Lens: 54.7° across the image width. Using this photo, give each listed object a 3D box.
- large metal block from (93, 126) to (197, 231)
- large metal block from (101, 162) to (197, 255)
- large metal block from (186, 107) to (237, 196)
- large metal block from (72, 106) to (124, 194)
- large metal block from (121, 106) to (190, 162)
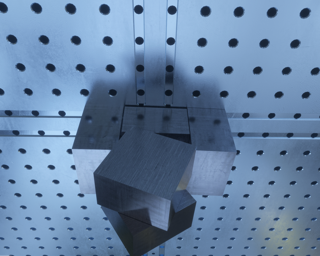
[{"bbox_3d":[-0.014,0.051,0.335,0.080,0.080,0.050,17,131,15],"label":"large metal block"},{"bbox_3d":[-0.016,0.091,0.365,0.081,0.080,0.050,-21,136,-27],"label":"large metal block"},{"bbox_3d":[0.058,0.030,0.402,0.050,0.080,0.079,3,130,-3],"label":"large metal block"},{"bbox_3d":[-0.074,0.028,0.399,0.050,0.080,0.079,1,130,-2],"label":"large metal block"},{"bbox_3d":[-0.007,0.020,0.409,0.081,0.050,0.079,2,130,-2],"label":"large metal block"}]
